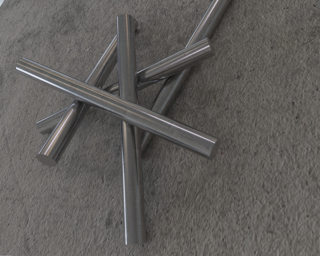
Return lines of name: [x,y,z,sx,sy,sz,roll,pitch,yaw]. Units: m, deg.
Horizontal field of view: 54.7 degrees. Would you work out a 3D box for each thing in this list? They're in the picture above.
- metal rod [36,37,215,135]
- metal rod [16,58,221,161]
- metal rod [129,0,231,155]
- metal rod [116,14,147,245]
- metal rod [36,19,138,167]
metal rod: [-0.064,-0.052,0.448,0.300,0.025,0.025,-22,53,23]
metal rod: [-0.069,-0.033,0.379,0.300,0.025,0.025,24,74,25]
metal rod: [0.035,-0.090,0.440,0.025,0.025,0.300,19,71,35]
metal rod: [-0.038,-0.013,0.391,0.025,0.025,0.299,-12,69,21]
metal rod: [-0.091,-0.073,0.451,0.025,0.025,0.300,-3,46,27]
